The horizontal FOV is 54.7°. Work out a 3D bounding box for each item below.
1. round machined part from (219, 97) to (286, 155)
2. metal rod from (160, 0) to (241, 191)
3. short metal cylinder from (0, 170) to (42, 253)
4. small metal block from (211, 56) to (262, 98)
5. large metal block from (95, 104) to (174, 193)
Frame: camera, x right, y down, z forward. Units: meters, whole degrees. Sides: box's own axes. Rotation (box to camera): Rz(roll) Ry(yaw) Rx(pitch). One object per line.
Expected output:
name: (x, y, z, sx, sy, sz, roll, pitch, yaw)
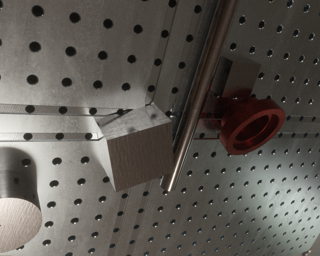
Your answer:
round machined part: (0.130, -0.007, 0.458, 0.099, 0.042, 0.097, -19, 143, -15)
metal rod: (0.050, -0.042, 0.414, 0.025, 0.025, 0.298, 2, 118, -30)
short metal cylinder: (-0.181, 0.096, 0.356, 0.081, 0.050, 0.079, -14, 124, -21)
small metal block: (0.105, -0.070, 0.428, 0.050, 0.025, 0.050, -1, 119, -28)
large metal block: (-0.031, 0.024, 0.395, 0.081, 0.050, 0.079, -17, 125, -19)
